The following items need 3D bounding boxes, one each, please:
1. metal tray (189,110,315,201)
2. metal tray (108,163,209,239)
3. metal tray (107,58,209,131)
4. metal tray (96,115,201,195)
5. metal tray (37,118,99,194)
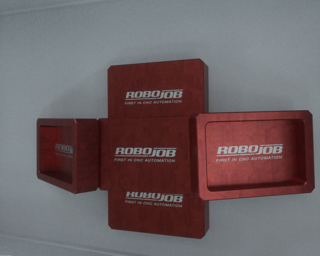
[{"bbox_3d":[0.100,0.027,0.338,0.131,0.030,0.089,-2,90,-10],"label":"metal tray"},{"bbox_3d":[-0.003,0.090,0.406,0.130,0.030,0.089,0,90,19],"label":"metal tray"},{"bbox_3d":[-0.004,-0.039,0.406,0.130,0.030,0.089,0,90,19],"label":"metal tray"},{"bbox_3d":[-0.013,0.031,0.379,0.130,0.030,0.089,-1,90,19],"label":"metal tray"},{"bbox_3d":[-0.129,0.032,0.419,0.130,0.030,0.089,2,92,49],"label":"metal tray"}]
